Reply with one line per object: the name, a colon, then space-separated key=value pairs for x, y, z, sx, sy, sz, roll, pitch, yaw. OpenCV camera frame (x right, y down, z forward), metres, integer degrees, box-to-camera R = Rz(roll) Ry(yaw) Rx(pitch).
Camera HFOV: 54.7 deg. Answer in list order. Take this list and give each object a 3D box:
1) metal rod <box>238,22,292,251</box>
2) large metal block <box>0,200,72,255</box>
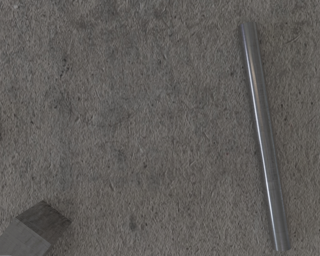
metal rod: x=0.139 y=0.011 z=0.411 sx=0.025 sy=0.025 sz=0.298 roll=-9 pitch=90 yaw=0
large metal block: x=-0.164 y=0.145 z=0.381 sx=0.050 sy=0.080 sz=0.080 roll=38 pitch=90 yaw=0
